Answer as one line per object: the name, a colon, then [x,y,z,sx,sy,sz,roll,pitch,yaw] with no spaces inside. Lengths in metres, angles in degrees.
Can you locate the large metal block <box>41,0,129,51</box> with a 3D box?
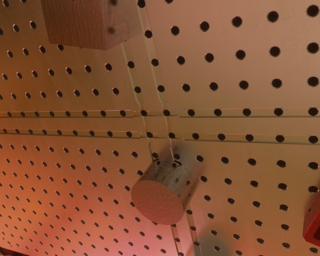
large metal block: [-0.086,-0.139,0.354,0.080,0.050,0.079,12,124,21]

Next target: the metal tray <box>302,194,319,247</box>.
metal tray: [0.244,0.116,0.350,0.130,0.030,0.089,20,126,16]

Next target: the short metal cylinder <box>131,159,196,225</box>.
short metal cylinder: [0.006,0.093,0.450,0.080,0.050,0.079,13,124,21]
